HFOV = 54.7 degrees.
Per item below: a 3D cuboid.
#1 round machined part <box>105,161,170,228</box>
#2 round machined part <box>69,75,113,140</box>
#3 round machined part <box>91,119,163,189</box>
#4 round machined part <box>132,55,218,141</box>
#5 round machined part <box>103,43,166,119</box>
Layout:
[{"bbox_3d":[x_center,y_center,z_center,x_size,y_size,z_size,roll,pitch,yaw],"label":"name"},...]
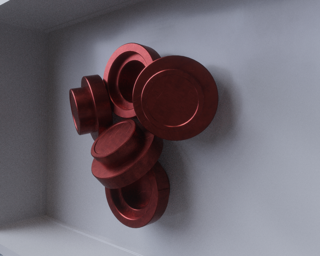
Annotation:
[{"bbox_3d":[-0.025,0.079,0.414,0.098,0.042,0.097,0,90,40],"label":"round machined part"},{"bbox_3d":[-0.104,-0.026,0.451,0.098,0.042,0.097,168,90,-68],"label":"round machined part"},{"bbox_3d":[-0.048,0.026,0.397,0.098,0.098,0.042,-8,129,39],"label":"round machined part"},{"bbox_3d":[0.016,-0.033,0.351,0.098,0.042,0.097,2,101,9],"label":"round machined part"},{"bbox_3d":[-0.029,-0.061,0.416,0.098,0.042,0.097,0,90,40],"label":"round machined part"}]
